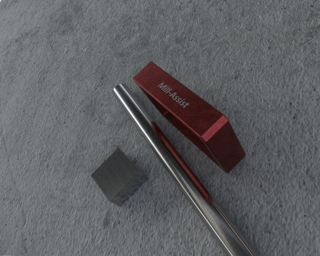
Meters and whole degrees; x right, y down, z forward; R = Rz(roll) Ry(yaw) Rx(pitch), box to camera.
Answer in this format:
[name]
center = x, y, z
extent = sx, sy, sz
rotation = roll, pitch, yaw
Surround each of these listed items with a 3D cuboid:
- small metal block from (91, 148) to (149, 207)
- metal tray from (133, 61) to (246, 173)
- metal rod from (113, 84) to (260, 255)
[small metal block]
center = -0.051, 0.062, 0.391
extent = 0.050, 0.025, 0.050
rotation = -45, 51, -4
[metal tray]
center = 0.032, -0.013, 0.352
extent = 0.030, 0.090, 0.130
rotation = -44, 51, -2
[metal rod]
center = 0.012, 0.036, 0.374
extent = 0.025, 0.025, 0.300
rotation = -39, 51, 1
